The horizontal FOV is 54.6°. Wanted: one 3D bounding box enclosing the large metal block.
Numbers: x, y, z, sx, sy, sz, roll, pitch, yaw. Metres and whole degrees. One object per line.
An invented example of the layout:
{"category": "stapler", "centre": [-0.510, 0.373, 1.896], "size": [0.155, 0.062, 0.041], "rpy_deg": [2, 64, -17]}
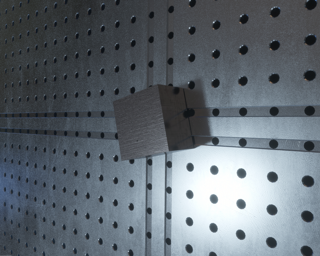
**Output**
{"category": "large metal block", "centre": [-0.010, -0.005, 0.401], "size": [0.080, 0.050, 0.080], "rpy_deg": [-15, 81, 39]}
